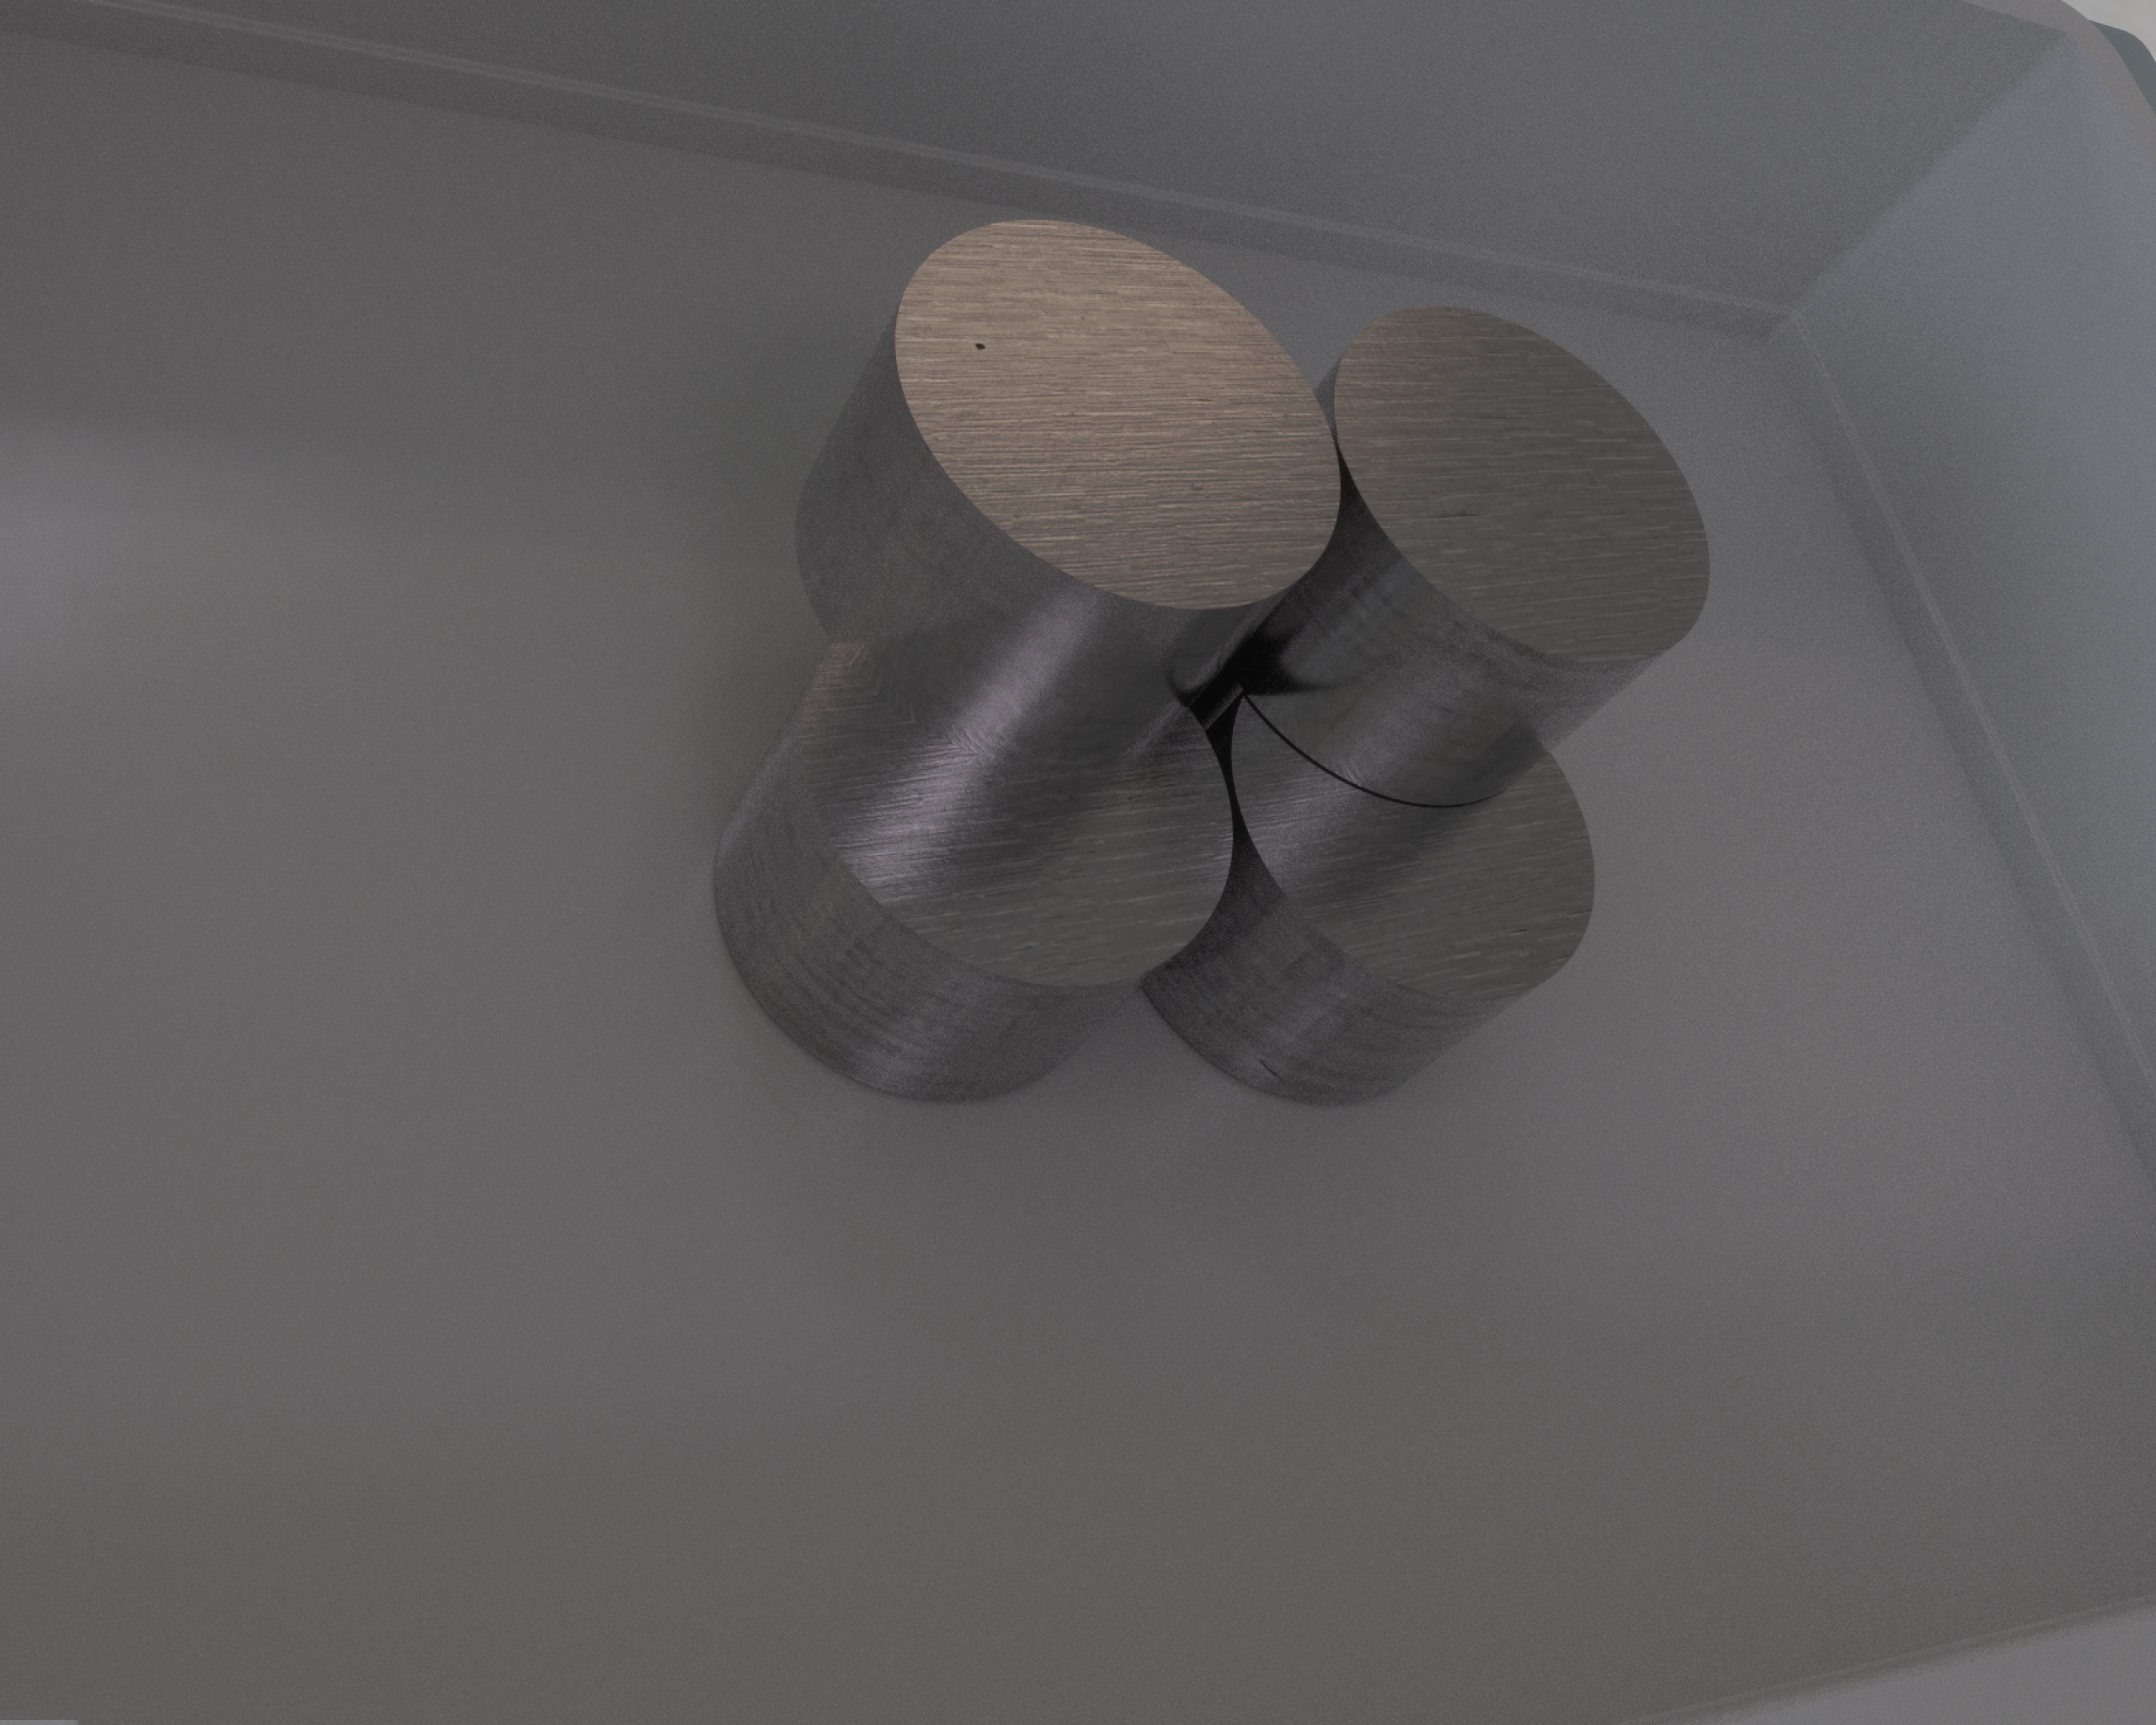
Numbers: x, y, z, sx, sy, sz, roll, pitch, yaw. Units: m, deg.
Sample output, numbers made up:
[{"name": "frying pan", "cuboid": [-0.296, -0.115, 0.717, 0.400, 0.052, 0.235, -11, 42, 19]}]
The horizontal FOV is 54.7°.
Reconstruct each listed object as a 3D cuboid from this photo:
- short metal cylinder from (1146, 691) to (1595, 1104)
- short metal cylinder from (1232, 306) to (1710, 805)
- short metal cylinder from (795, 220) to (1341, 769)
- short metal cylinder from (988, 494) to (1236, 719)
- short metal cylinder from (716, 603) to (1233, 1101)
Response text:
[{"name": "short metal cylinder", "cuboid": [0.054, 0.002, 0.415, 0.081, 0.050, 0.080, 14, 56, -21]}, {"name": "short metal cylinder", "cuboid": [0.071, -0.058, 0.395, 0.081, 0.050, 0.080, 14, 56, -21]}, {"name": "short metal cylinder", "cuboid": [-0.002, -0.063, 0.360, 0.081, 0.050, 0.080, 14, 56, -21]}, {"name": "short metal cylinder", "cuboid": [0.005, -0.062, 0.428, 0.081, 0.050, 0.080, 14, 56, -21]}, {"name": "short metal cylinder", "cuboid": [-0.019, -0.003, 0.379, 0.081, 0.050, 0.080, 14, 56, -21]}]
